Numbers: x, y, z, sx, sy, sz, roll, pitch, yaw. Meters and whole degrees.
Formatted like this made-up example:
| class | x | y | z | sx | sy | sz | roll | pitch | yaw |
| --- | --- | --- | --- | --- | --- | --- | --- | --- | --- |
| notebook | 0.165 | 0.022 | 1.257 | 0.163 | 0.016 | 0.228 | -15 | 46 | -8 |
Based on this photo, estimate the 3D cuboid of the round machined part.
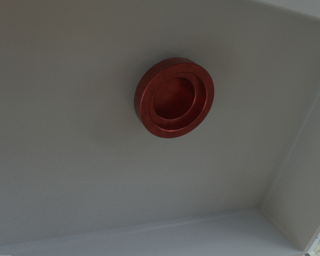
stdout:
| class | x | y | z | sx | sy | sz | roll | pitch | yaw |
| --- | --- | --- | --- | --- | --- | --- | --- | --- | --- |
| round machined part | 0.014 | -0.040 | 0.380 | 0.099 | 0.042 | 0.097 | -14 | 124 | -21 |
